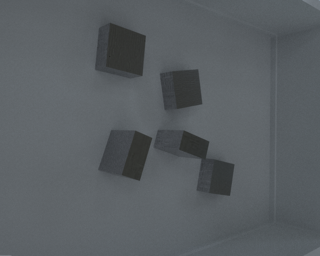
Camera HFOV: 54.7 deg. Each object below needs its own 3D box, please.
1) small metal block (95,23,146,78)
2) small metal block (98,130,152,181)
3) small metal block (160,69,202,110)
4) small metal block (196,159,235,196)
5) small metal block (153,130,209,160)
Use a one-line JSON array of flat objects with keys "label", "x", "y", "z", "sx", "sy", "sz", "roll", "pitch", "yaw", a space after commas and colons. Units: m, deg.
[{"label": "small metal block", "x": -0.046, "y": -0.090, "z": 0.367, "sx": 0.050, "sy": 0.025, "sz": 0.050, "roll": 8, "pitch": 85, "yaw": -40}, {"label": "small metal block", "x": -0.040, "y": 0.030, "z": 0.356, "sx": 0.025, "sy": 0.050, "sz": 0.050, "roll": 26, "pitch": 74, "yaw": -37}, {"label": "small metal block", "x": 0.030, "y": -0.054, "z": 0.431, "sx": 0.050, "sy": 0.025, "sz": 0.050, "roll": -13, "pitch": 99, "yaw": -39}, {"label": "small metal block", "x": 0.087, "y": 0.076, "z": 0.479, "sx": 0.050, "sy": 0.025, "sz": 0.050, "roll": 17, "pitch": 80, "yaw": -39}, {"label": "small metal block", "x": 0.029, "y": 0.022, "z": 0.414, "sx": 0.050, "sy": 0.050, "sz": 0.025, "roll": 23, "pitch": 76, "yaw": -38}]
